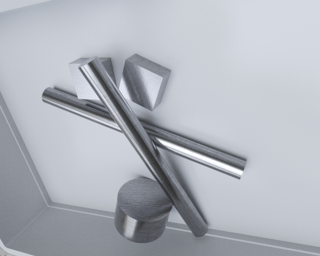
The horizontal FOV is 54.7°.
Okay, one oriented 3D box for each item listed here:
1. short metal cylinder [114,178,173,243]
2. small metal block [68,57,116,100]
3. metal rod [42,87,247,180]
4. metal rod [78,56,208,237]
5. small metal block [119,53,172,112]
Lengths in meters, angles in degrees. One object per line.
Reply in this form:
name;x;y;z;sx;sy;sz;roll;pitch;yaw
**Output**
short metal cylinder;-0.025;0.121;0.460;0.080;0.080;0.050;23;127;14
small metal block;-0.088;-0.066;0.413;0.050;0.025;0.050;5;121;25
metal rod;-0.032;0.002;0.425;0.301;0.025;0.025;21;126;15
metal rod;-0.009;0.041;0.407;0.025;0.025;0.299;-14;121;33
small metal block;-0.020;-0.056;0.383;0.050;0.025;0.050;27;128;10
